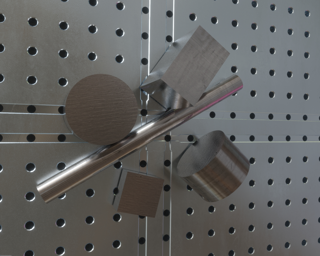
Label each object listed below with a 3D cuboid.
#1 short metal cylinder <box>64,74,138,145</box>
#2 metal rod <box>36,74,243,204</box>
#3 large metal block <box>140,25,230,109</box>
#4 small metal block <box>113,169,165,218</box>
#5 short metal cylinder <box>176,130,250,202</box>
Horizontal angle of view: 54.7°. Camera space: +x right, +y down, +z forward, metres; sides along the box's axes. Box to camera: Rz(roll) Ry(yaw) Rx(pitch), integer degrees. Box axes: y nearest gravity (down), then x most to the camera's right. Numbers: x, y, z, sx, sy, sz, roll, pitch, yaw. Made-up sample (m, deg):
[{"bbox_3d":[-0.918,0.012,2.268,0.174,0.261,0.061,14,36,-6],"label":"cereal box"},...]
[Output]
[{"bbox_3d":[-0.072,-0.021,0.369,0.081,0.050,0.079,0,90,-20],"label":"short metal cylinder"},{"bbox_3d":[-0.013,0.005,0.405,0.302,0.025,0.025,-30,100,-18],"label":"metal rod"},{"bbox_3d":[0.028,-0.071,0.390,0.050,0.080,0.080,38,78,-16],"label":"large metal block"},{"bbox_3d":[-0.028,0.084,0.399,0.050,0.025,0.050,16,85,-20],"label":"small metal block"},{"bbox_3d":[0.068,0.049,0.405,0.050,0.080,0.080,45,76,-15],"label":"short metal cylinder"}]
